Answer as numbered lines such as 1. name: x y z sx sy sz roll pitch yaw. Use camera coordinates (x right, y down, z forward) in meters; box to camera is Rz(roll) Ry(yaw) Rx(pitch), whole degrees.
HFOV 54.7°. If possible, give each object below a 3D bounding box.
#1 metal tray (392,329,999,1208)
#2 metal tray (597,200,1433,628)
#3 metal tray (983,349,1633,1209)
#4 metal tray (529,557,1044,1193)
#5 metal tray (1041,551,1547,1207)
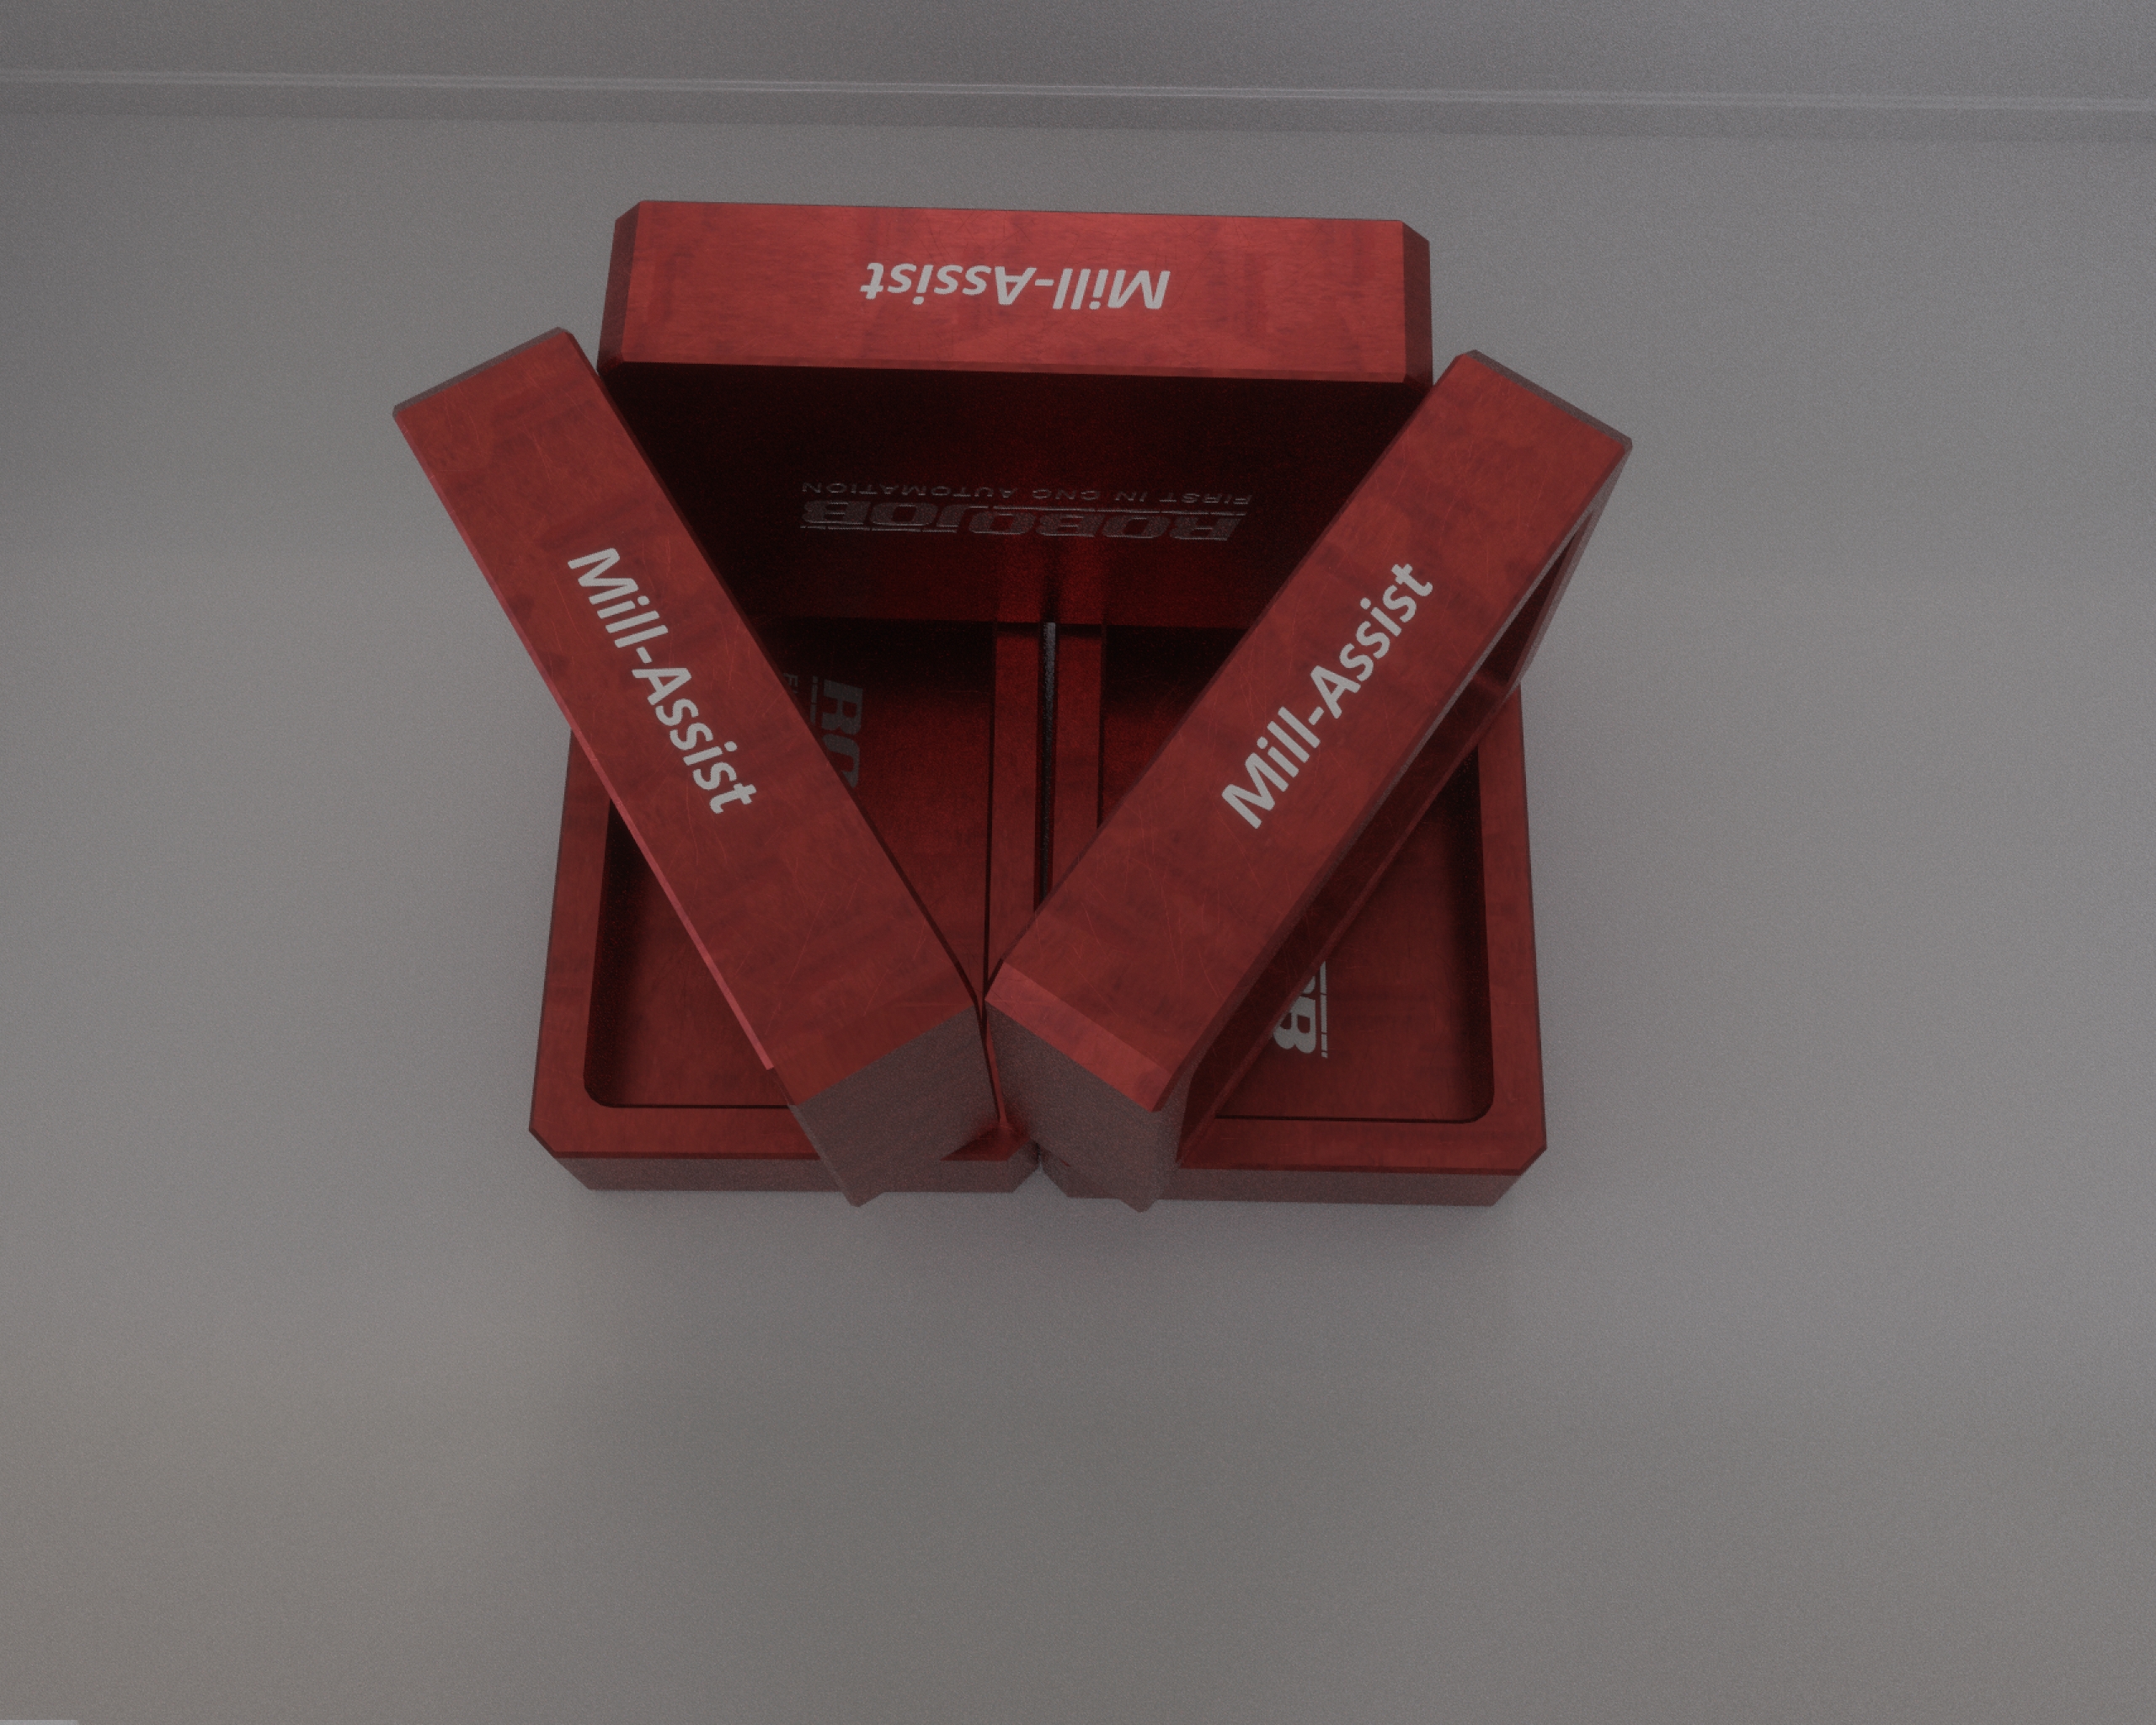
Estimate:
1. metal tray: -0.060 -0.012 0.345 0.030 0.090 0.130 -30 73 -10
2. metal tray: -0.009 -0.075 0.368 0.131 0.090 0.030 2 71 1
3. metal tray: 0.037 -0.010 0.344 0.030 0.090 0.130 34 74 11
4. metal tray: -0.052 -0.003 0.407 0.091 0.030 0.130 0 69 0
5. metal tray: 0.040 -0.001 0.406 0.091 0.030 0.130 1 69 1
